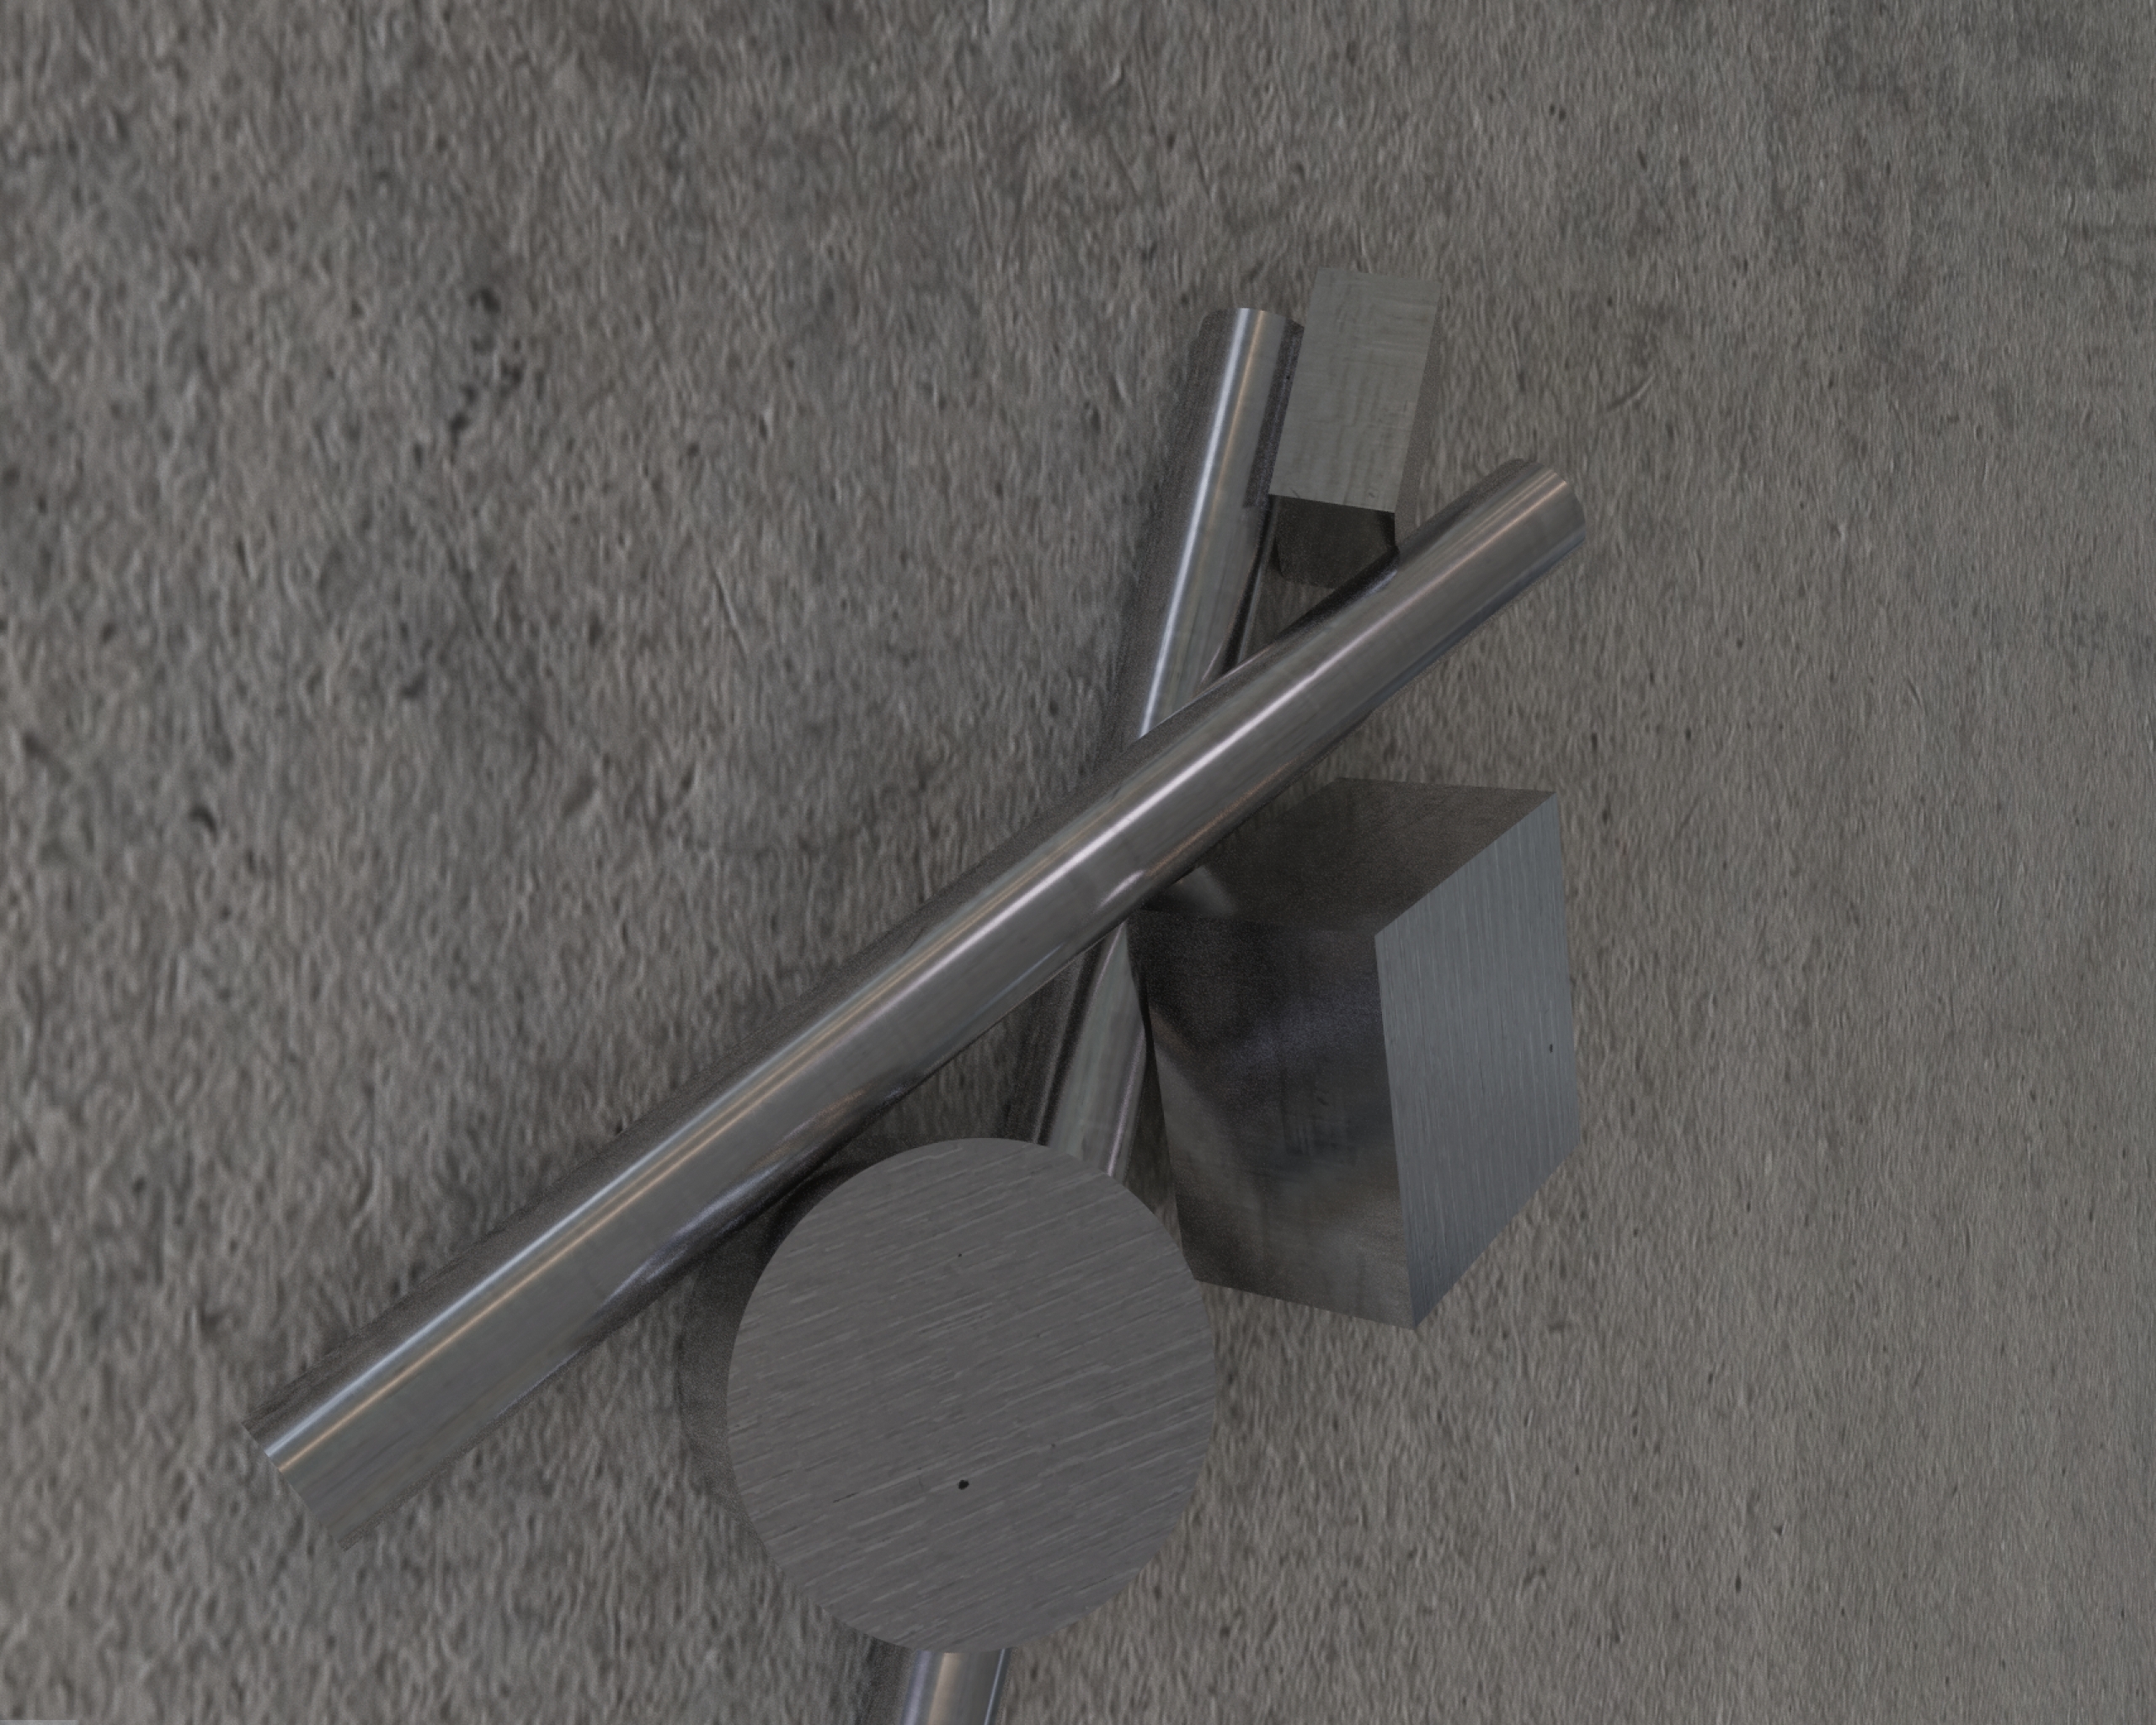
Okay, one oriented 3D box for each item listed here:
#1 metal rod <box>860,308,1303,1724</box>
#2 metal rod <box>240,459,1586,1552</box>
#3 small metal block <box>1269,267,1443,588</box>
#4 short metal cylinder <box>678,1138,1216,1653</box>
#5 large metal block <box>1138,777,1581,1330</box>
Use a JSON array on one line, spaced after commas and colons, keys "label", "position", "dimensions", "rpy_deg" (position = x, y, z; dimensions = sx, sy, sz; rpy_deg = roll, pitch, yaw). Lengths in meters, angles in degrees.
[{"label": "metal rod", "position": [0.003, 0.033, 0.408], "dimensions": [0.025, 0.025, 0.299], "rpy_deg": [22, 76, -38]}, {"label": "metal rod", "position": [-0.010, 0.009, 0.375], "dimensions": [0.302, 0.025, 0.025], "rpy_deg": [-38, 114, -26]}, {"label": "small metal block", "position": [0.059, -0.089, 0.439], "dimensions": [0.050, 0.025, 0.050], "rpy_deg": [56, 46, -74]}, {"label": "short metal cylinder", "position": [-0.024, 0.086, 0.354], "dimensions": [0.081, 0.050, 0.080], "rpy_deg": [2, 83, -19]}, {"label": "large metal block", "position": [0.060, 0.034, 0.420], "dimensions": [0.081, 0.050, 0.079], "rpy_deg": [-31, 119, -49]}]
